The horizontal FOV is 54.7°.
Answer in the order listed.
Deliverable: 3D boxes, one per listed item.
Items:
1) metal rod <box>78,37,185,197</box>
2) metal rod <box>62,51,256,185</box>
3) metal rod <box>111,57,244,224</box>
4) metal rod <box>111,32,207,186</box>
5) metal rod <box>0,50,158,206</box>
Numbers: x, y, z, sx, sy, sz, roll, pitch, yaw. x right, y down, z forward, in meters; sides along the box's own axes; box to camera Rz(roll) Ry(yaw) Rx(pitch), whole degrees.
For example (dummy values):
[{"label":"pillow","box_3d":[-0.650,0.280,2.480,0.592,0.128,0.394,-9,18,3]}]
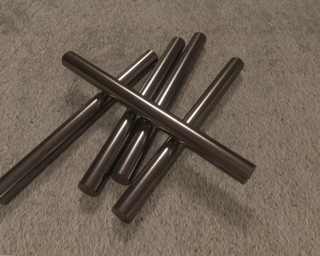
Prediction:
[{"label":"metal rod","box_3d":[-0.025,-0.037,0.433,0.025,0.025,0.301,17,52,13]},{"label":"metal rod","box_3d":[-0.019,-0.025,0.390,0.300,0.025,0.025,33,57,24]},{"label":"metal rod","box_3d":[0.040,-0.004,0.407,0.025,0.025,0.301,26,54,20]},{"label":"metal rod","box_3d":[0.012,-0.048,0.443,0.025,0.025,0.301,18,52,14]},{"label":"metal rod","box_3d":[-0.096,-0.020,0.418,0.025,0.025,0.301,27,55,20]}]
